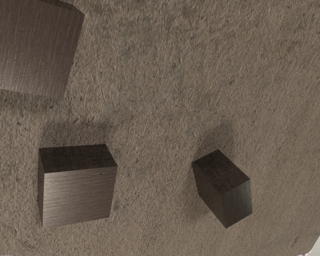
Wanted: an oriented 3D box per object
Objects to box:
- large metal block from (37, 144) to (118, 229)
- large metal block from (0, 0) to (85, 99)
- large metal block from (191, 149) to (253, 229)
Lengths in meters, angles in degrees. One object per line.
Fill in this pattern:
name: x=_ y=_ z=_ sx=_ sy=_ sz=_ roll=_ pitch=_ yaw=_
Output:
large metal block: x=-0.103 y=0.069 z=0.378 sx=0.081 sy=0.050 sz=0.079 roll=-2 pitch=120 yaw=-28
large metal block: x=-0.122 y=-0.078 z=0.276 sx=0.081 sy=0.050 sz=0.079 roll=8 pitch=115 yaw=-32
large metal block: x=0.097 y=0.094 z=0.485 sx=0.050 sy=0.080 sz=0.080 roll=-26 pitch=128 yaw=-13
